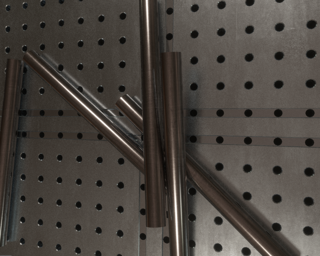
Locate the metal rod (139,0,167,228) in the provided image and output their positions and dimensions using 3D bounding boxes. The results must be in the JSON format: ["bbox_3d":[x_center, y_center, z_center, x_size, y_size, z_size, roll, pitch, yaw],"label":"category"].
[{"bbox_3d":[-0.010,-0.030,0.393,0.025,0.025,0.298,-6,80,19],"label":"metal rod"}]

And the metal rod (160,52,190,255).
[{"bbox_3d":[0.020,0.060,0.379,0.025,0.025,0.298,0,100,19],"label":"metal rod"}]

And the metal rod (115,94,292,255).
[{"bbox_3d":[0.051,0.065,0.394,0.300,0.025,0.025,45,104,14],"label":"metal rod"}]

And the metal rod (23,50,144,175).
[{"bbox_3d":[-0.092,-0.015,0.443,0.300,0.025,0.025,41,103,15],"label":"metal rod"}]

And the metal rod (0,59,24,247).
[{"bbox_3d":[-0.246,0.040,0.496,0.025,0.025,0.298,7,92,19],"label":"metal rod"}]
